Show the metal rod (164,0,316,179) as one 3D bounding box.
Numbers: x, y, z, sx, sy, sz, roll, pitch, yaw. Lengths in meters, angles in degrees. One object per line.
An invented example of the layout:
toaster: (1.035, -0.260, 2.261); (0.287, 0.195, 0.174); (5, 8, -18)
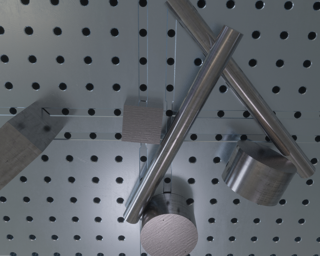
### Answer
metal rod: (0.111, -0.045, 0.397); (0.025, 0.025, 0.300); (-39, 106, 13)

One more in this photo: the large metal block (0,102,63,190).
large metal block: (-0.180, 0.021, 0.390); (0.080, 0.080, 0.050); (-40, 106, 13)

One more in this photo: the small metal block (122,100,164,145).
small metal block: (-0.023, -0.008, 0.410); (0.050, 0.025, 0.050); (5, 110, -2)

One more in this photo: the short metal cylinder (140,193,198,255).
short metal cylinder: (0.013, 0.144, 0.453); (0.081, 0.050, 0.079); (0, 111, -1)

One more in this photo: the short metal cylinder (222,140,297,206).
short metal cylinder: (0.129, 0.057, 0.406); (0.080, 0.080, 0.050); (19, 109, -7)

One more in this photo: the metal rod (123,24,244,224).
metal rod: (0.019, 0.012, 0.402); (0.025, 0.025, 0.298); (23, 114, -9)
